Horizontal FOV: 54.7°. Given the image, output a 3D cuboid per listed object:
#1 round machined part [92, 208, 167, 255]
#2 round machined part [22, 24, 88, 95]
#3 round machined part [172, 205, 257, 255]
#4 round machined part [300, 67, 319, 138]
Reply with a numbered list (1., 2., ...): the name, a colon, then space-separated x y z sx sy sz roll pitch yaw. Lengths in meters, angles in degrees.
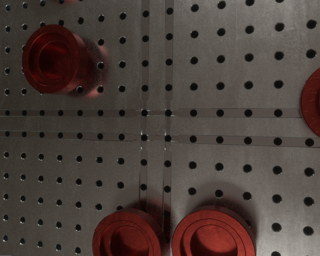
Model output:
1. round machined part: -0.037 0.156 0.416 0.098 0.042 0.097 0 90 19
2. round machined part: -0.148 -0.097 0.454 0.098 0.042 0.097 0 90 19
3. round machined part: 0.067 0.143 0.379 0.098 0.042 0.097 0 90 19
4. round machined part: 0.205 -0.029 0.332 0.098 0.042 0.097 0 90 19
